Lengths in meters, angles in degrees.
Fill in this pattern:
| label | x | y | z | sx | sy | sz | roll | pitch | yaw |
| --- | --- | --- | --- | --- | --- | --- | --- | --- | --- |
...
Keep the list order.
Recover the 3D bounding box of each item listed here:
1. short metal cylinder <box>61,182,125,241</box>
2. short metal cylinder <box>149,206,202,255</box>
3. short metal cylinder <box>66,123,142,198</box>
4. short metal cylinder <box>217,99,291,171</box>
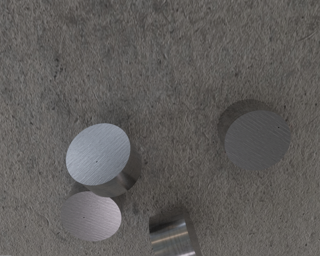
| label | x | y | z | sx | sy | sz | roll | pitch | yaw |
| --- | --- | --- | --- | --- | --- | --- | --- | --- | --- |
| short metal cylinder | -0.092 | 0.110 | 0.436 | 0.081 | 0.050 | 0.079 | 0 | 110 | 0 |
| short metal cylinder | 0.023 | 0.157 | 0.438 | 0.050 | 0.080 | 0.080 | -20 | 109 | 7 |
| short metal cylinder | -0.068 | 0.041 | 0.388 | 0.080 | 0.080 | 0.050 | -15 | 149 | 5 |
| short metal cylinder | 0.119 | 0.008 | 0.400 | 0.081 | 0.050 | 0.079 | 0 | 110 | 0 |
